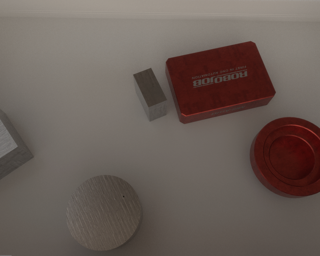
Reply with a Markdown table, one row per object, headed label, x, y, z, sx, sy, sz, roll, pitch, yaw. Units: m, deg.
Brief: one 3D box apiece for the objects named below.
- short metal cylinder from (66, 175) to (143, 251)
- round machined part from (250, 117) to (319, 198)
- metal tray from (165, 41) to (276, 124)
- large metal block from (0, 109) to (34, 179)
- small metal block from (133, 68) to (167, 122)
| label | x | y | z | sx | sy | sz | roll | pitch | yaw |
| --- | --- | --- | --- | --- | --- | --- | --- | --- | --- |
| short metal cylinder | -0.061 | 0.099 | 0.359 | 0.081 | 0.050 | 0.080 | 0 | 70 | 0 |
| round machined part | 0.162 | 0.039 | 0.389 | 0.099 | 0.042 | 0.098 | 0 | 70 | -1 |
| metal tray | 0.081 | -0.064 | 0.432 | 0.131 | 0.030 | 0.090 | -13 | 71 | -5 |
| large metal block | -0.222 | 0.023 | 0.385 | 0.080 | 0.050 | 0.080 | -36 | 74 | -12 |
| small metal block | -0.013 | -0.043 | 0.412 | 0.025 | 0.050 | 0.050 | -23 | 72 | -8 |
